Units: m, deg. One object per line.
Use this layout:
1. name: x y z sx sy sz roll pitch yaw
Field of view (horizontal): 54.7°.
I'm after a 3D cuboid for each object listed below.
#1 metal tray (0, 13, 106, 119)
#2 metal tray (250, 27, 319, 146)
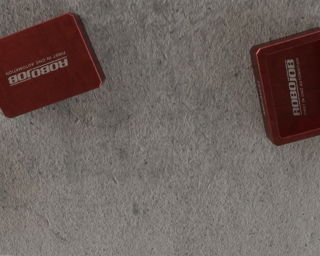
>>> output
1. metal tray: -0.145 -0.075 0.378 0.131 0.030 0.090 -18 109 6
2. metal tray: 0.173 -0.050 0.390 0.090 0.030 0.129 -16 110 5
